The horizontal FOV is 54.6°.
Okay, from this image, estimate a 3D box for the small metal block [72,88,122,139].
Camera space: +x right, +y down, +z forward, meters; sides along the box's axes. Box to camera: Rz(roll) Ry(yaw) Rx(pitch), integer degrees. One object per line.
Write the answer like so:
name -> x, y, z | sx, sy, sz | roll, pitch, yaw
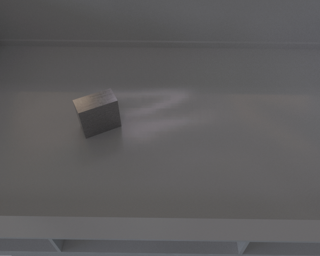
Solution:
small metal block -> -0.081, -0.019, 0.404 | 0.050, 0.050, 0.025 | -21, 53, -16
